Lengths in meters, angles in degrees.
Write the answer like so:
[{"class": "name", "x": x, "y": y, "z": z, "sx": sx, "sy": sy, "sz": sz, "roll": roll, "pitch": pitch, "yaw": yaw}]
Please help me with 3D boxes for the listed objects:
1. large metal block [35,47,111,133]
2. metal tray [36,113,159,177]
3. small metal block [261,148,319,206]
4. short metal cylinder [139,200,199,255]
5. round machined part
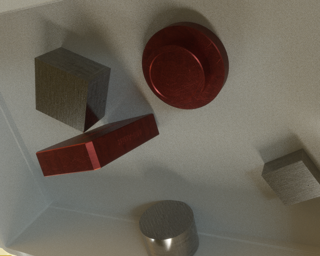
[{"class": "large metal block", "x": -0.119, "y": -0.052, "z": 0.421, "sx": 0.080, "sy": 0.050, "sz": 0.079, "roll": 25, "pitch": 127, "yaw": 12}, {"class": "metal tray", "x": -0.072, "y": 0.018, "z": 0.386, "sx": 0.090, "sy": 0.131, "sz": 0.030, "roll": -11, "pitch": 99, "yaw": 33}, {"class": "small metal block", "x": 0.157, "y": 0.058, "z": 0.362, "sx": 0.050, "sy": 0.025, "sz": 0.050, "roll": -33, "pitch": 101, "yaw": 38}, {"class": "short metal cylinder", "x": 0.014, "y": 0.153, "z": 0.459, "sx": 0.080, "sy": 0.080, "sz": 0.050, "roll": 1, "pitch": 118, "yaw": 27}, {"class": "round machined part", "x": 0.023, "y": -0.064, "z": 0.345, "sx": 0.098, "sy": 0.042, "sz": 0.097, "roll": 13, "pitch": 124, "yaw": 20}]
